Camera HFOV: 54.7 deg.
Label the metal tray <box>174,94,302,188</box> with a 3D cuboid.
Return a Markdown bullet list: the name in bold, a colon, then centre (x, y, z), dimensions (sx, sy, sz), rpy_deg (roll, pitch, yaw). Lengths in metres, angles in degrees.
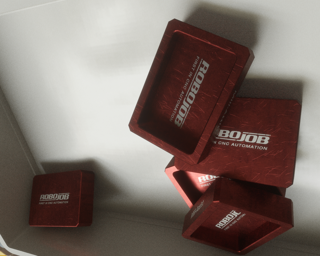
- **metal tray**: centre (0.083, 0.009, 0.346), dimensions (0.130, 0.030, 0.089), rpy_deg (6, 99, 25)

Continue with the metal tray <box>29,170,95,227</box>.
- **metal tray**: centre (-0.172, 0.124, 0.539), dimensions (0.130, 0.030, 0.090), rpy_deg (-11, 71, 32)

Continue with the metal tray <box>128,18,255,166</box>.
- **metal tray**: centre (0.030, -0.037, 0.330), dimensions (0.090, 0.030, 0.129), rpy_deg (29, 107, 19)

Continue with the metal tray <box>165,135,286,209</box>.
- **metal tray**: centre (0.082, 0.064, 0.401), dimensions (0.130, 0.030, 0.090), rpy_deg (-24, 106, 36)

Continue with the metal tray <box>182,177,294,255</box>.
- **metal tray**: centre (0.088, 0.114, 0.380), dimensions (0.090, 0.030, 0.129), rpy_deg (18, 142, -2)
